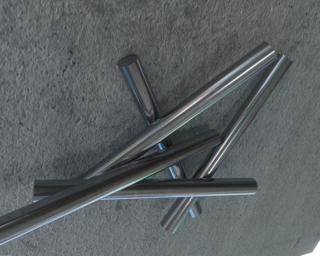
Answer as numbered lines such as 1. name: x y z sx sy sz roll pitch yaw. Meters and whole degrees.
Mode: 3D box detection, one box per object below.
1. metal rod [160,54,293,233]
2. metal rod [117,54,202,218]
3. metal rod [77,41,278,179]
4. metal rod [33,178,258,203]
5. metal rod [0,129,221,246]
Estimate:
1. metal rod: 0.095 0.025 0.452 0.025 0.025 0.299 31 94 -38
2. metal rod: 0.012 0.033 0.433 0.025 0.025 0.299 -31 129 -9
3. metal rod: 0.005 -0.001 0.374 0.300 0.025 0.025 -36 130 9
4. metal rod: -0.001 0.078 0.401 0.302 0.025 0.025 4 117 -24
5. metal rod: -0.041 0.057 0.361 0.302 0.025 0.025 -20 127 -33
